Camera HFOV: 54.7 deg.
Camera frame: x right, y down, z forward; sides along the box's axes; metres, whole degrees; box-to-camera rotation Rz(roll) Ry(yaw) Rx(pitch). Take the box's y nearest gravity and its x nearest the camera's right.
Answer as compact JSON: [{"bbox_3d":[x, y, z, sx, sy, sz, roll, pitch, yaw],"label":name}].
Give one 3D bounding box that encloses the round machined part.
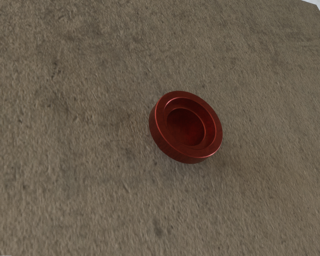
[{"bbox_3d":[0.030,0.003,0.409,0.099,0.042,0.098,14,56,-21],"label":"round machined part"}]
